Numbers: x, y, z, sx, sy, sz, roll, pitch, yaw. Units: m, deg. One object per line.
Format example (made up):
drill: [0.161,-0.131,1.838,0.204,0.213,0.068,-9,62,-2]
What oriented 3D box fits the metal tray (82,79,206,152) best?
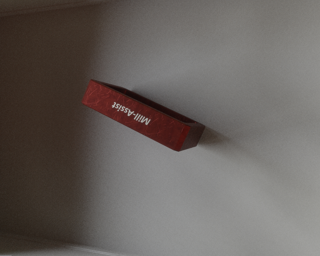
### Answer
metal tray: [-0.017,-0.016,0.377,0.130,0.090,0.030,26,99,17]
